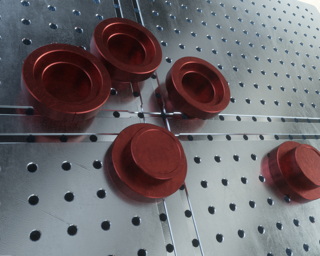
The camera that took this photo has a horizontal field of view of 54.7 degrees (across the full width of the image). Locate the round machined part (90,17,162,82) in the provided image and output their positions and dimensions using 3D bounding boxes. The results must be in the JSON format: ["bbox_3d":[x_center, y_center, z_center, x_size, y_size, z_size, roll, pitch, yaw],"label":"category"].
[{"bbox_3d":[-0.050,-0.104,0.435,0.099,0.042,0.098,14,56,-21],"label":"round machined part"}]

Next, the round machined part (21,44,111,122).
[{"bbox_3d":[-0.112,-0.049,0.368,0.099,0.042,0.098,14,56,-21],"label":"round machined part"}]

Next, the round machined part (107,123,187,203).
[{"bbox_3d":[-0.010,0.036,0.372,0.099,0.042,0.098,14,56,-21],"label":"round machined part"}]

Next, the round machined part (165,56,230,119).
[{"bbox_3d":[0.052,-0.055,0.461,0.099,0.042,0.098,14,56,-21],"label":"round machined part"}]

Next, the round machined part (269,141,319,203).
[{"bbox_3d":[0.222,0.063,0.481,0.099,0.042,0.098,14,56,-21],"label":"round machined part"}]
